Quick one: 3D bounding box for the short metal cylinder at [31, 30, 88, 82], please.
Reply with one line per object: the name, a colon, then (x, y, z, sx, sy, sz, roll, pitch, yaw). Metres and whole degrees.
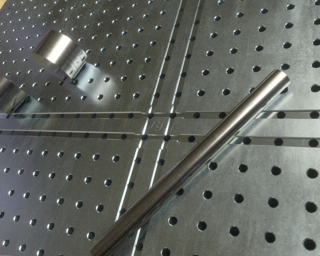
short metal cylinder: (-0.175, -0.124, 0.541, 0.080, 0.080, 0.050, 20, 73, 35)

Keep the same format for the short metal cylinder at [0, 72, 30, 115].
short metal cylinder: (-0.290, -0.068, 0.567, 0.080, 0.080, 0.050, 33, 80, 38)

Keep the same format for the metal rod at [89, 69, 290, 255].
metal rod: (0.036, 0.042, 0.363, 0.300, 0.025, 0.025, -44, 51, -2)
